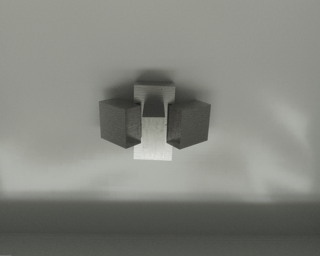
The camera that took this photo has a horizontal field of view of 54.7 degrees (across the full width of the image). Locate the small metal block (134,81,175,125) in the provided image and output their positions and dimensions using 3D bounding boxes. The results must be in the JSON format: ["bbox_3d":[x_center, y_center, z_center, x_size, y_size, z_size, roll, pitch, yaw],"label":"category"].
[{"bbox_3d":[-0.008,-0.032,0.396,0.050,0.025,0.050,2,110,-2],"label":"small metal block"}]

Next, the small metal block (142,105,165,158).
[{"bbox_3d":[-0.007,0.003,0.370,0.025,0.050,0.050,0,110,-1],"label":"small metal block"}]

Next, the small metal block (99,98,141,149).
[{"bbox_3d":[-0.051,-0.007,0.392,0.050,0.025,0.050,19,117,39],"label":"small metal block"}]

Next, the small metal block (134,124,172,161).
[{"bbox_3d":[-0.009,0.015,0.414,0.050,0.025,0.050,2,110,-1],"label":"small metal block"}]

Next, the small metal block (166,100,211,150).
[{"bbox_3d":[0.036,-0.005,0.395,0.050,0.025,0.050,-15,116,-37],"label":"small metal block"}]
